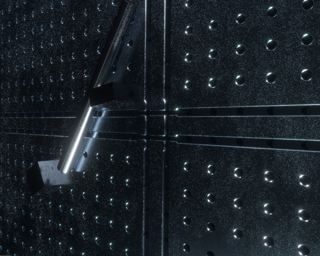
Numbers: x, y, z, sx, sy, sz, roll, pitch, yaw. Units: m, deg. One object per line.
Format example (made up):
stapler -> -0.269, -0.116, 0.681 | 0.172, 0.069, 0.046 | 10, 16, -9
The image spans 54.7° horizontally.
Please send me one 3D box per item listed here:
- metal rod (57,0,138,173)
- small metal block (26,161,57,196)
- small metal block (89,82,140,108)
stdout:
metal rod -> -0.106, -0.054, 0.494 | 0.025, 0.025, 0.298 | 40, 114, 32
small metal block -> -0.228, 0.096, 0.594 | 0.050, 0.025, 0.050 | -34, 69, 34
small metal block -> -0.065, -0.046, 0.444 | 0.050, 0.050, 0.025 | -11, 83, 39
